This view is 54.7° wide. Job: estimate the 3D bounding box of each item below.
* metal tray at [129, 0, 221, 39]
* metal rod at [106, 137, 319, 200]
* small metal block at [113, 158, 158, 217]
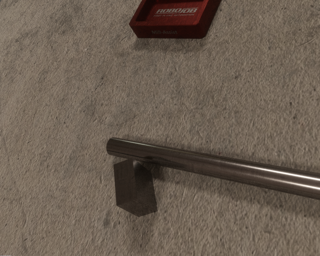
[{"bbox_3d":[0.024,-0.190,0.503,0.130,0.030,0.090,11,67,32],"label":"metal tray"},{"bbox_3d":[0.063,0.043,0.343,0.300,0.025,0.025,8,66,31],"label":"metal rod"},{"bbox_3d":[-0.028,0.070,0.359,0.025,0.050,0.050,-22,54,15],"label":"small metal block"}]
